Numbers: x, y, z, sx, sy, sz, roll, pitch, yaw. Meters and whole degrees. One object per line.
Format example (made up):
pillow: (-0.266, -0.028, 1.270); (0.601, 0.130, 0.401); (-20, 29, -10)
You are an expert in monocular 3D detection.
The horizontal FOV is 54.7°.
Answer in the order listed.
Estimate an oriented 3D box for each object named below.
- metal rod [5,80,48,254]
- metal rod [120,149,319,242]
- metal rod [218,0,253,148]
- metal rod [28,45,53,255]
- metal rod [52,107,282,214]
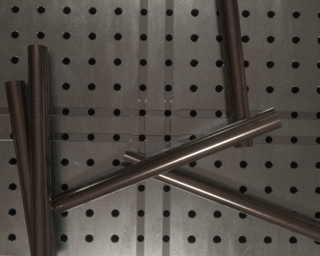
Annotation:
metal rod: (-0.170, 0.087, 0.411); (0.025, 0.025, 0.298); (-9, 90, 0)
metal rod: (0.093, 0.094, 0.414); (0.301, 0.025, 0.025); (21, 90, -1)
metal rod: (0.096, -0.123, 0.414); (0.025, 0.025, 0.298); (-6, 90, 0)
metal rod: (-0.153, 0.042, 0.397); (0.025, 0.025, 0.298); (-3, 85, -1)
metal rod: (-0.002, 0.045, 0.382); (0.301, 0.025, 0.025); (-23, 90, 12)
